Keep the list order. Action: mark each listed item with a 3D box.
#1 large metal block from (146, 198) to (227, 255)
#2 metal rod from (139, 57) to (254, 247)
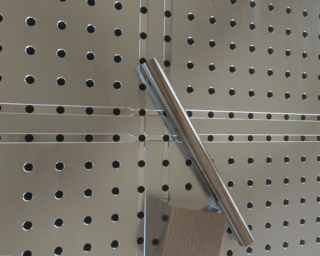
[{"bbox_3d":[0.034,0.144,0.414,0.081,0.050,0.080,13,86,-20],"label":"large metal block"},{"bbox_3d":[0.056,0.040,0.434,0.025,0.025,0.299,-33,101,-17],"label":"metal rod"}]
